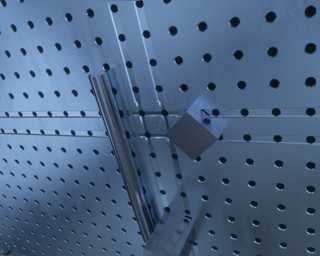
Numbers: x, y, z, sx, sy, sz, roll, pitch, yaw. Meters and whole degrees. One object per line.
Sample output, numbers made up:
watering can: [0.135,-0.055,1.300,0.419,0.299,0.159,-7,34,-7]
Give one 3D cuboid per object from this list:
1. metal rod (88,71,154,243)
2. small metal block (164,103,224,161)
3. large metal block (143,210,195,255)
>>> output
metal rod: [-0.050,0.059,0.472,0.025,0.025,0.298,0,119,28]
small metal block: [0.042,0.005,0.391,0.050,0.025,0.050,41,129,-1]
large metal block: [0.014,0.192,0.486,0.050,0.080,0.079,15,125,19]
